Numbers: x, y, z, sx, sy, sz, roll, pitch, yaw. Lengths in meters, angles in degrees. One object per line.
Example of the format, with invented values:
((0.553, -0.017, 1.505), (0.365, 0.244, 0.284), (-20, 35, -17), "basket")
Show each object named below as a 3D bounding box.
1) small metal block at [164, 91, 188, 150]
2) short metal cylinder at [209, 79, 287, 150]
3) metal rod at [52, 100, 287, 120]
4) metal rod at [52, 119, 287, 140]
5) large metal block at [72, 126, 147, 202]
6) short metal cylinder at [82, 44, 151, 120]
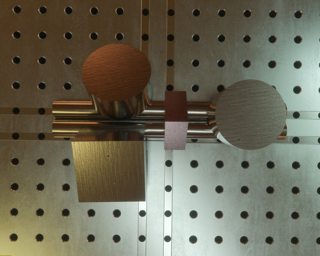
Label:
((0.018, -0.009, 0.369), (0.025, 0.050, 0.050), (1, 48, 0), "small metal block")
((0.102, -0.015, 0.373), (0.081, 0.050, 0.079), (0, 90, 0), "short metal cylinder")
((0.013, -0.023, 0.410), (0.302, 0.025, 0.025), (1, 90, 0), "metal rod")
((0.013, 0.002, 0.410), (0.302, 0.025, 0.025), (1, 90, 0), "metal rod")
((-0.058, 0.043, 0.383), (0.081, 0.050, 0.079), (-1, 110, 0), "large metal block")
((-0.051, -0.056, 0.383), (0.081, 0.050, 0.080), (0, 66, -1), "short metal cylinder")
